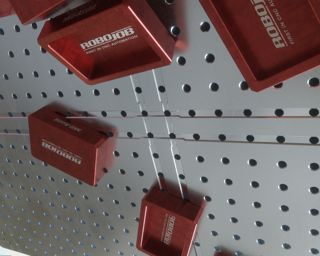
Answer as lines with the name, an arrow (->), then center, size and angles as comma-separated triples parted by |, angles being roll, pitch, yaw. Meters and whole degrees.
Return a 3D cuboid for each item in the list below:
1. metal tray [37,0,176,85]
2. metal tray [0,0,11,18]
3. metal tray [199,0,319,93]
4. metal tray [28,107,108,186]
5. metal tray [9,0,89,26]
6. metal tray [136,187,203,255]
metal tray -> -0.060, -0.097, 0.352 | 0.130, 0.030, 0.090 | -8, 147, 32
metal tray -> -0.248, -0.219, 0.404 | 0.130, 0.030, 0.090 | 42, 129, -1
metal tray -> 0.099, -0.108, 0.288 | 0.090, 0.030, 0.130 | -25, 105, 37
metal tray -> -0.152, 0.031, 0.508 | 0.130, 0.030, 0.089 | 23, 127, 14
metal tray -> -0.080, -0.150, 0.318 | 0.130, 0.090, 0.030 | -12, 112, 33
metal tray -> 0.012, 0.166, 0.505 | 0.090, 0.030, 0.129 | 20, 126, 16
